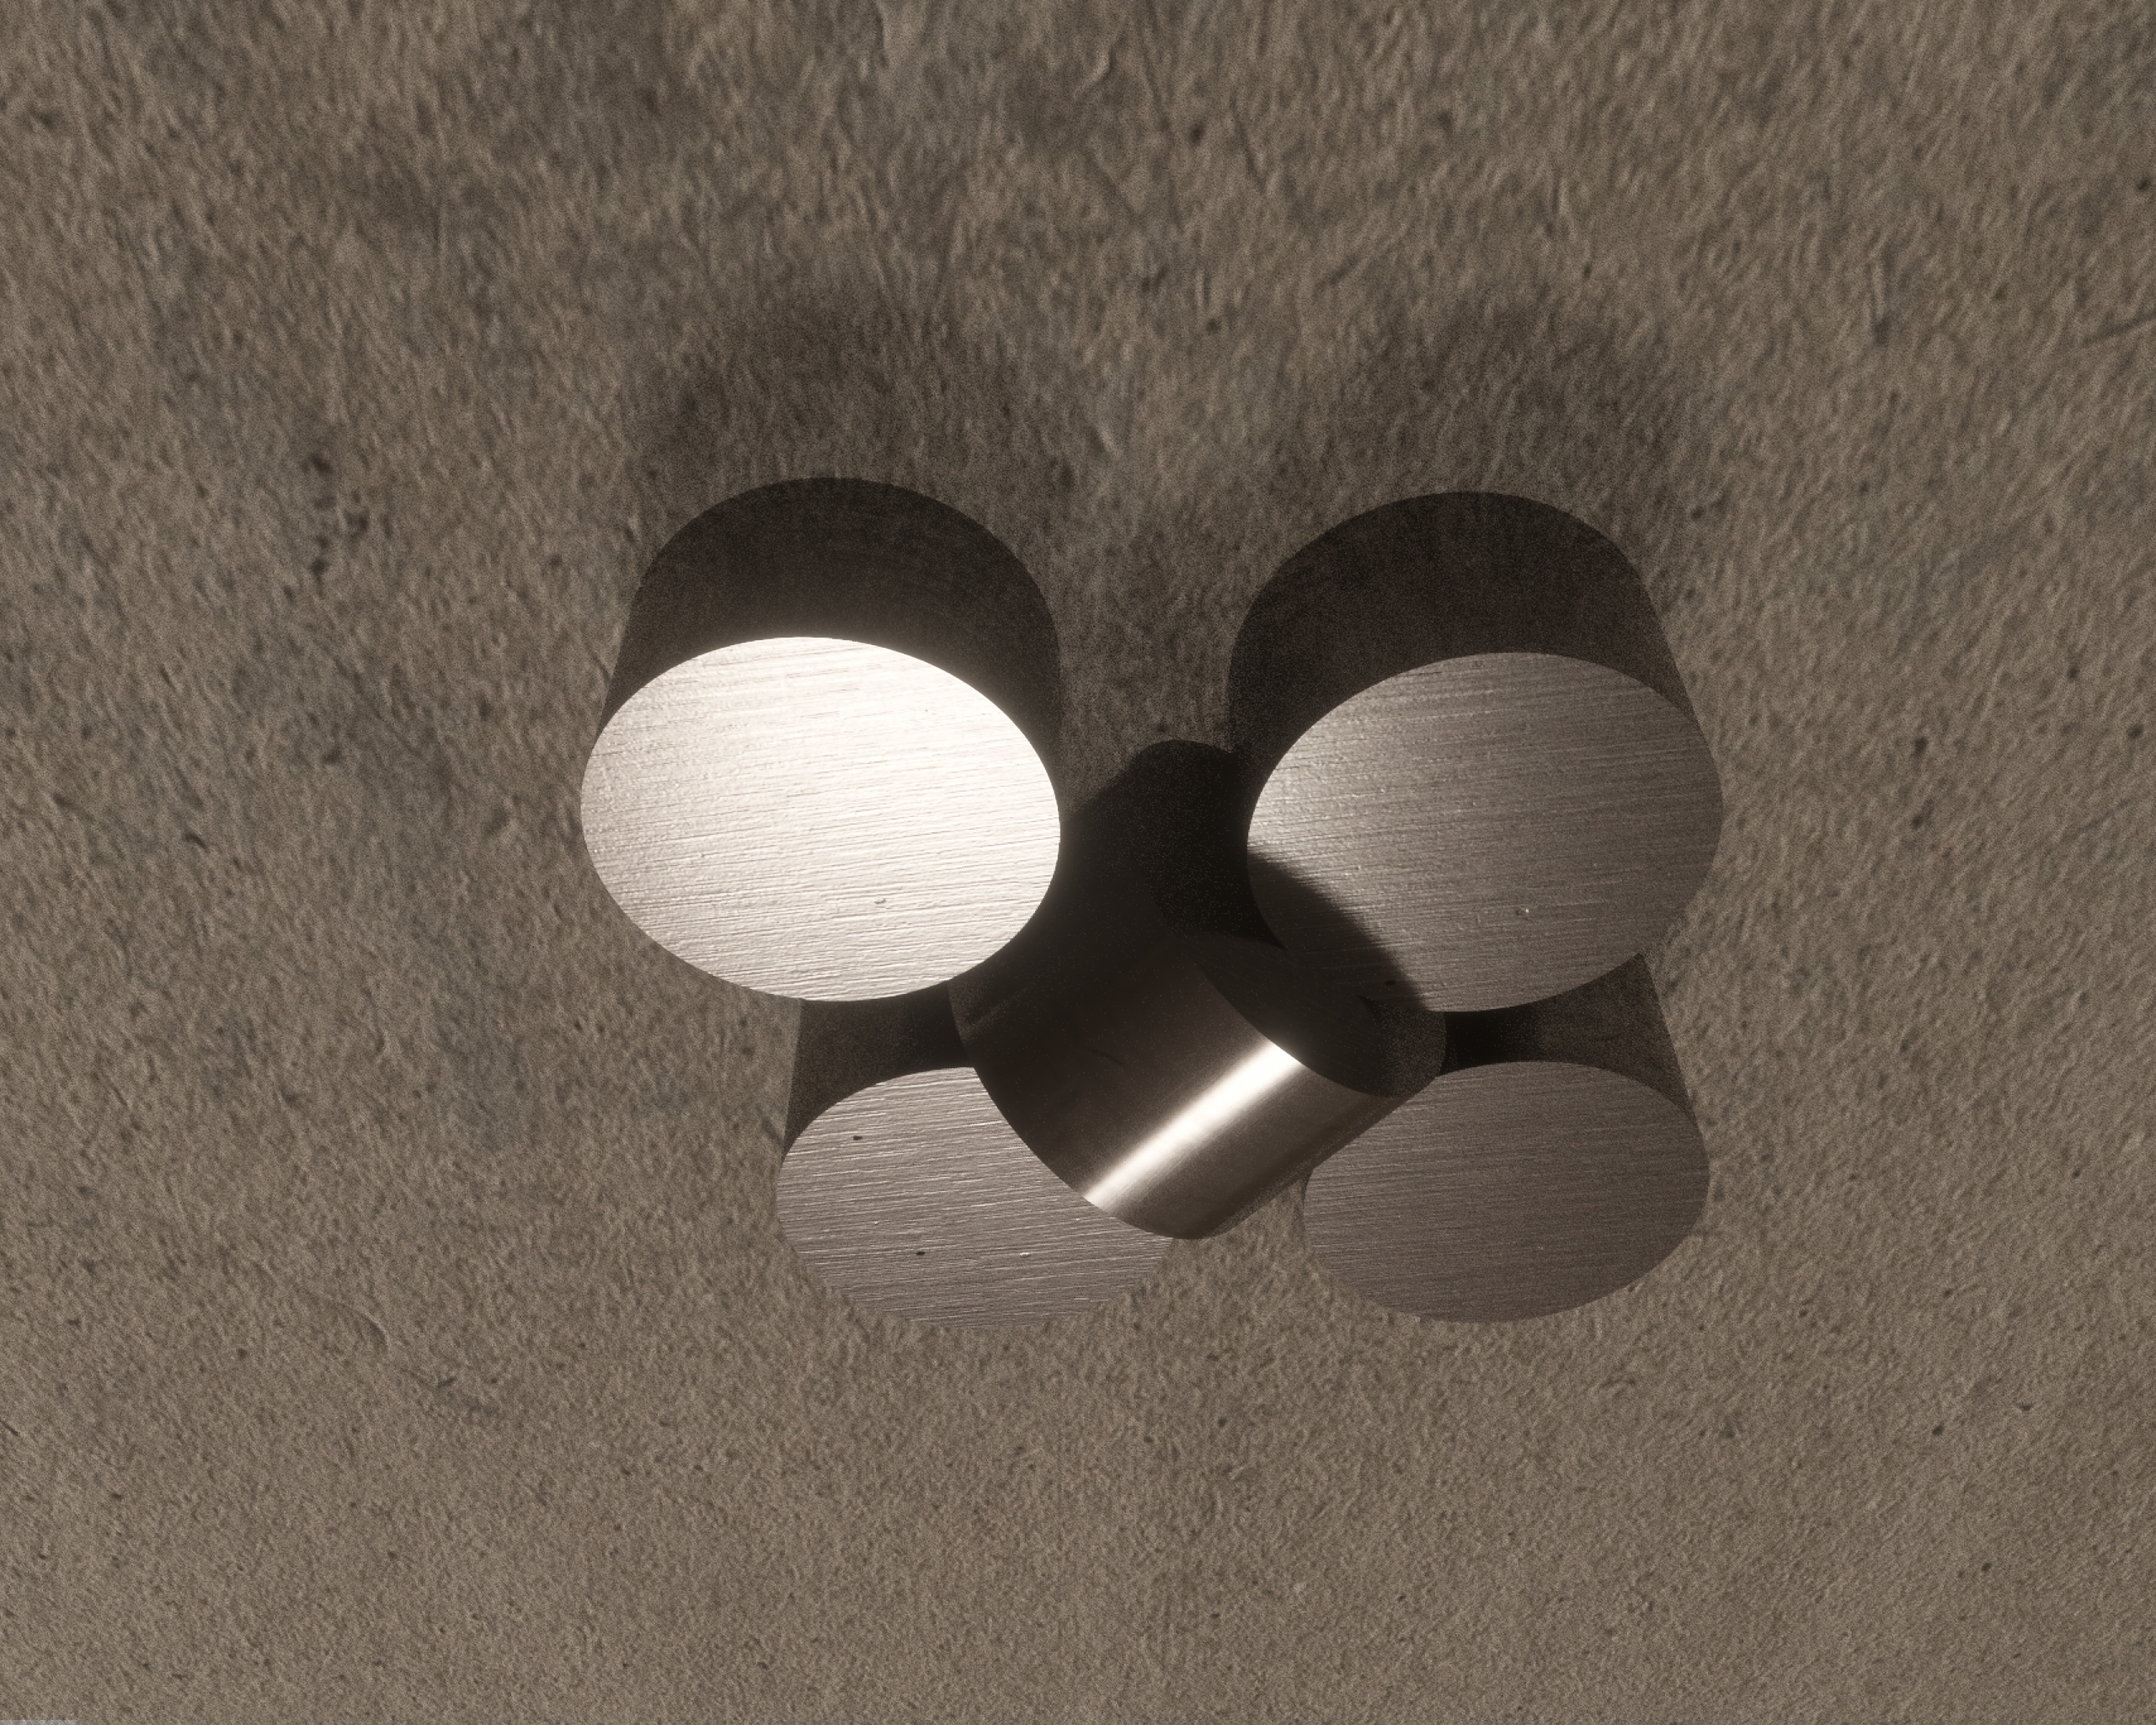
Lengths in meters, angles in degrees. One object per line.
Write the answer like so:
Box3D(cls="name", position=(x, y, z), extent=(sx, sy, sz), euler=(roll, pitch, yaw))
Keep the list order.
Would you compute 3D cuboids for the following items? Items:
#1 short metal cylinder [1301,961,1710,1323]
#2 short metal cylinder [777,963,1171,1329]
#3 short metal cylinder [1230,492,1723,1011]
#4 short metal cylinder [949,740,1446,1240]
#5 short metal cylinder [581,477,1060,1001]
Box3D(cls="short metal cylinder", position=(0.085, 0.051, 0.436), extent=(0.081, 0.050, 0.079), euler=(0, 130, 0))
Box3D(cls="short metal cylinder", position=(-0.020, 0.053, 0.435), extent=(0.081, 0.050, 0.079), euler=(0, 130, 0))
Box3D(cls="short metal cylinder", position=(0.069, -0.019, 0.375), extent=(0.081, 0.050, 0.079), euler=(0, 130, 0))
Box3D(cls="short metal cylinder", position=(0.023, 0.024, 0.393), extent=(0.080, 0.080, 0.050), euler=(32, 123, -25))
Box3D(cls="short metal cylinder", position=(-0.043, -0.021, 0.372), extent=(0.081, 0.050, 0.079), euler=(0, 130, 0))
